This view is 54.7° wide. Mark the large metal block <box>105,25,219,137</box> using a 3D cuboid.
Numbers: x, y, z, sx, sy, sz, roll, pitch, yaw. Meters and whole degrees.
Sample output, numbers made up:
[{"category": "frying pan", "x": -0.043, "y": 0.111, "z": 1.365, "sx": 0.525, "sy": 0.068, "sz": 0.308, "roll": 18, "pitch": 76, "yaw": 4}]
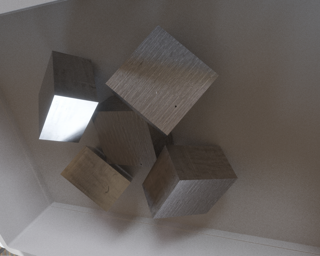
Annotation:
[{"category": "large metal block", "x": 0.002, "y": -0.047, "z": 0.334, "sx": 0.080, "sy": 0.050, "sz": 0.080, "roll": 40, "pitch": 86, "yaw": 1}]

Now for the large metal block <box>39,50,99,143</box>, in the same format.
[{"category": "large metal block", "x": -0.122, "y": -0.039, "z": 0.401, "sx": 0.050, "sy": 0.080, "sz": 0.080, "roll": 8, "pitch": 136, "yaw": -30}]

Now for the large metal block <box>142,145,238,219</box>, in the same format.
[{"category": "large metal block", "x": 0.034, "y": 0.067, "z": 0.386, "sx": 0.081, "sy": 0.050, "sz": 0.079, "roll": 3, "pitch": 134, "yaw": -28}]

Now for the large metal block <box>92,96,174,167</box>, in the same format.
[{"category": "large metal block", "x": -0.035, "y": 0.003, "z": 0.409, "sx": 0.080, "sy": 0.050, "sz": 0.080, "roll": 1, "pitch": 119, "yaw": 28}]

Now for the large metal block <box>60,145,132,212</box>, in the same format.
[{"category": "large metal block", "x": -0.088, "y": 0.072, "z": 0.455, "sx": 0.080, "sy": 0.050, "sz": 0.080, "roll": 39, "pitch": 173, "yaw": 1}]
